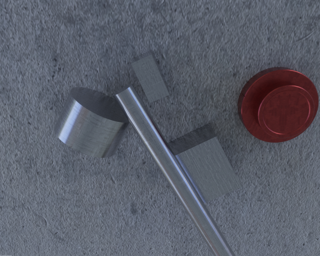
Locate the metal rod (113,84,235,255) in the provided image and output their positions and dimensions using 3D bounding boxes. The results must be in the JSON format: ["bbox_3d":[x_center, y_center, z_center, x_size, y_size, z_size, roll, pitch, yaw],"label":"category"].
[{"bbox_3d":[0.032,0.080,0.386,0.025,0.025,0.299,-28,108,9],"label":"metal rod"}]

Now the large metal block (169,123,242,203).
[{"bbox_3d":[0.051,0.052,0.416,0.080,0.050,0.080,-26,108,9],"label":"large metal block"}]

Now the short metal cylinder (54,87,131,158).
[{"bbox_3d":[-0.080,-0.008,0.377,0.080,0.080,0.050,26,108,-10],"label":"short metal cylinder"}]

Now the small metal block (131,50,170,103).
[{"bbox_3d":[-0.011,-0.063,0.373,0.025,0.050,0.050,-22,109,8],"label":"small metal block"}]

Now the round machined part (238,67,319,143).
[{"bbox_3d":[0.153,-0.026,0.394,0.099,0.042,0.097,0,110,-1],"label":"round machined part"}]
